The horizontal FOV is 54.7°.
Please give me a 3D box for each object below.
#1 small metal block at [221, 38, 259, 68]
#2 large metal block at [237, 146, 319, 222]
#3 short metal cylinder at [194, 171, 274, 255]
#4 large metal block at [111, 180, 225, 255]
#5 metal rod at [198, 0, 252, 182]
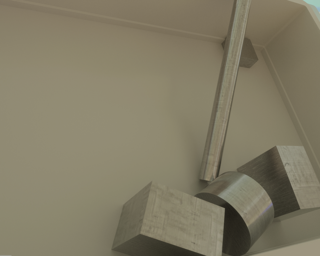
[{"bbox_3d":[0.148,-0.142,0.575,0.050,0.025,0.050,2,61,-27],"label":"small metal block"},{"bbox_3d":[0.158,0.077,0.411,0.050,0.080,0.080,3,61,-27],"label":"large metal block"},{"bbox_3d":[0.082,0.097,0.357,0.050,0.080,0.080,-29,78,-38],"label":"short metal cylinder"},{"bbox_3d":[0.007,0.102,0.313,0.080,0.080,0.050,24,53,-14],"label":"large metal block"},{"bbox_3d":[0.095,-0.074,0.431,0.025,0.025,0.299,17,78,-19],"label":"metal rod"}]
